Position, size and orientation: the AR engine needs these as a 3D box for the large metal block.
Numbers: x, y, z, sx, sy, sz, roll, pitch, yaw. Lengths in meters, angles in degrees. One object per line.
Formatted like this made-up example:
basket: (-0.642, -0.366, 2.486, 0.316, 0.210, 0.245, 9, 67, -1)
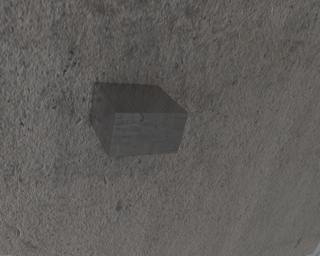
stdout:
large metal block: (-0.027, -0.012, 0.348, 0.081, 0.080, 0.050, -1, 119, -28)
